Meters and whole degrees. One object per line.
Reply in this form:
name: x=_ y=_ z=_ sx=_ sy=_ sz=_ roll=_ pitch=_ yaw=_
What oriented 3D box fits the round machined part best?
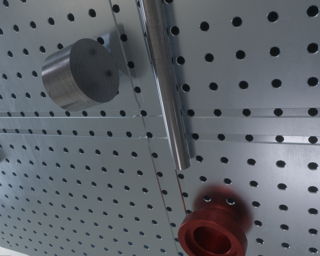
round machined part: x=0.080 y=0.158 z=0.456 sx=0.098 sy=0.042 sz=0.097 roll=13 pitch=124 yaw=21

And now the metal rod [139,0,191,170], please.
metal rod: x=0.002 y=-0.080 z=0.360 sx=0.025 sy=0.025 sz=0.298 roll=2 pitch=120 yaw=27

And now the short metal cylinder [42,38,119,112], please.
short metal cylinder: x=-0.097 y=-0.065 z=0.387 sx=0.050 sy=0.080 sz=0.080 roll=-13 pitch=112 yaw=33
